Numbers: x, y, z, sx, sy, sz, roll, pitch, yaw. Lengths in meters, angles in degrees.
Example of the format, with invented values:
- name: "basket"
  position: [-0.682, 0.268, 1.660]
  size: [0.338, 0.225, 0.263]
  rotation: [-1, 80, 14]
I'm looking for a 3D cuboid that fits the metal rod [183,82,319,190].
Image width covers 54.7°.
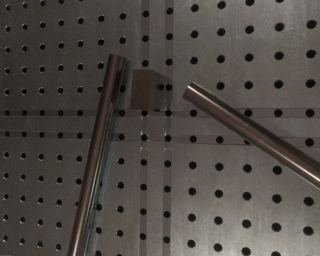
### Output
- name: "metal rod"
  position: [0.154, 0.036, 0.358]
  size: [0.300, 0.025, 0.025]
  rotation: [36, 101, 16]

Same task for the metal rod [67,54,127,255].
- name: "metal rod"
  position: [-0.091, 0.045, 0.443]
  size: [0.025, 0.025, 0.298]
  rotation: [14, 95, 19]

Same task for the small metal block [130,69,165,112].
- name: "small metal block"
  position: [-0.015, -0.047, 0.404]
  size: [0.025, 0.050, 0.050]
  rotation: [6, 92, 20]
